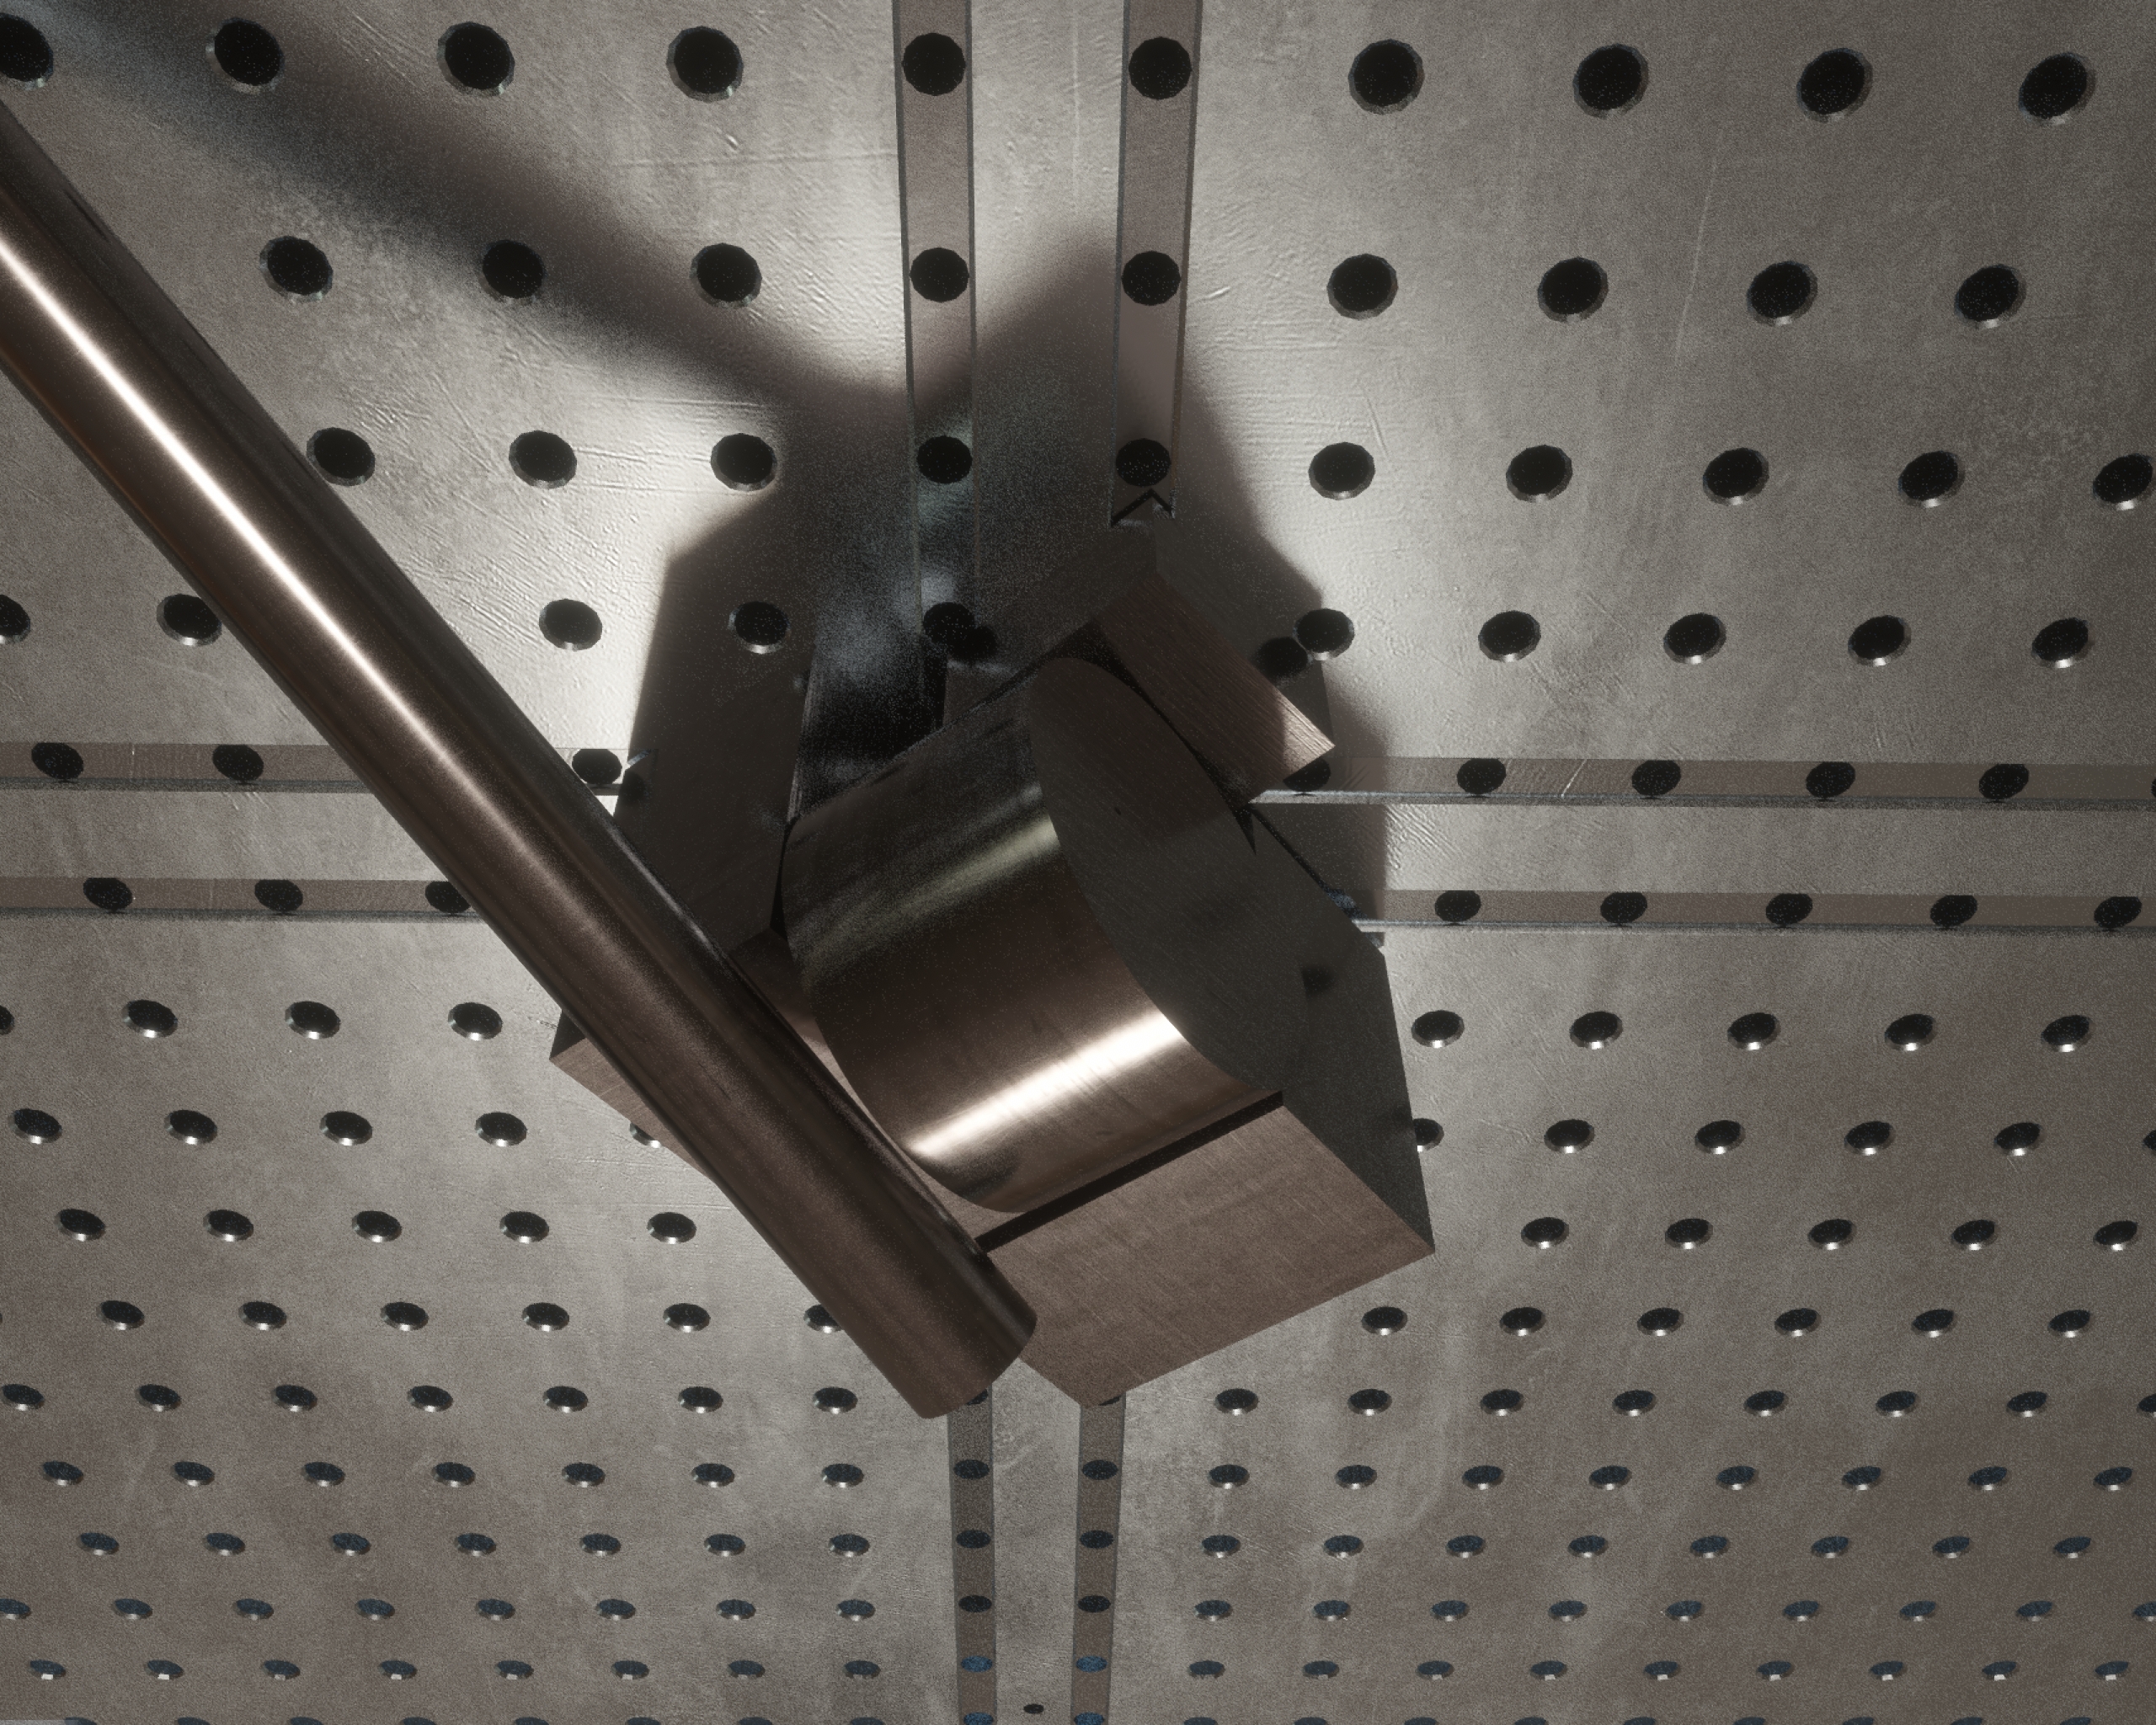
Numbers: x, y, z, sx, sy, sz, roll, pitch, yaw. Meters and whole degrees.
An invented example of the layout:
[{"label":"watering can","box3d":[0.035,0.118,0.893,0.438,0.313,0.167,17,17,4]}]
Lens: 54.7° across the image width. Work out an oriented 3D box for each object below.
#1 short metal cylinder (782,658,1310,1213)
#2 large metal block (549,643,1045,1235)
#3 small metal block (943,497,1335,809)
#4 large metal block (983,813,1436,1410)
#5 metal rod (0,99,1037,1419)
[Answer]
[{"label":"short metal cylinder","box3d":[-0.004,0.012,0.353,0.050,0.080,0.080,-30,125,22]},{"label":"large metal block","box3d":[-0.045,0.020,0.393,0.050,0.080,0.080,-30,124,23]},{"label":"small metal block","box3d":[0.011,-0.031,0.386,0.050,0.025,0.050,-34,123,25]},{"label":"large metal block","box3d":[0.018,0.049,0.415,0.080,0.080,0.050,-30,124,23]},{"label":"metal rod","box3d":[-0.109,-0.033,0.313,0.025,0.025,0.300,-34,102,25]}]
